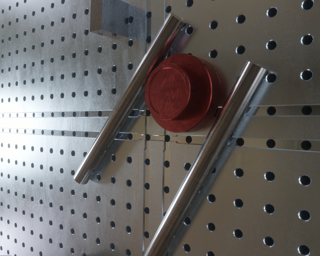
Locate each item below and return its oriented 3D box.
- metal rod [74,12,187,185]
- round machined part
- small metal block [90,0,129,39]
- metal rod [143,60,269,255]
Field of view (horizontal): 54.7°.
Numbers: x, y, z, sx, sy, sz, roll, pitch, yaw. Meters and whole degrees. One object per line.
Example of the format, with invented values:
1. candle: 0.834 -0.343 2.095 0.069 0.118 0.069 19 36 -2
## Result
1. metal rod: -0.054 -0.027 0.451 0.025 0.025 0.298 49 119 28
2. round machined part: 0.020 -0.043 0.380 0.098 0.042 0.097 0 90 39
3. small metal block: -0.073 -0.161 0.451 0.025 0.050 0.050 4 93 40
4. metal rod: 0.043 0.062 0.372 0.025 0.025 0.298 38 113 33
